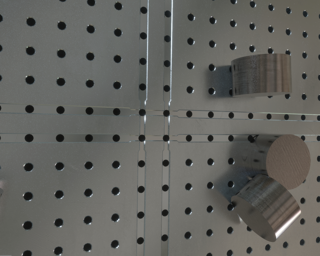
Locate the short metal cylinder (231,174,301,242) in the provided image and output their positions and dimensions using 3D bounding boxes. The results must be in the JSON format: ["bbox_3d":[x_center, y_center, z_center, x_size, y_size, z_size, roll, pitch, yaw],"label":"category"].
[{"bbox_3d":[0.149,0.113,0.440,0.050,0.080,0.080,-37,102,-16],"label":"short metal cylinder"}]

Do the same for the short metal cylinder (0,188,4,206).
[{"bbox_3d":[-0.206,0.082,0.308,0.081,0.080,0.050,14,86,-20],"label":"short metal cylinder"}]

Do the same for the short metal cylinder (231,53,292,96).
[{"bbox_3d":[0.143,-0.072,0.438,0.081,0.080,0.050,-3,91,-20],"label":"short metal cylinder"}]

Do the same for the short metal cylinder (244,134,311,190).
[{"bbox_3d":[0.176,0.049,0.466,0.081,0.050,0.079,0,90,-21],"label":"short metal cylinder"}]
